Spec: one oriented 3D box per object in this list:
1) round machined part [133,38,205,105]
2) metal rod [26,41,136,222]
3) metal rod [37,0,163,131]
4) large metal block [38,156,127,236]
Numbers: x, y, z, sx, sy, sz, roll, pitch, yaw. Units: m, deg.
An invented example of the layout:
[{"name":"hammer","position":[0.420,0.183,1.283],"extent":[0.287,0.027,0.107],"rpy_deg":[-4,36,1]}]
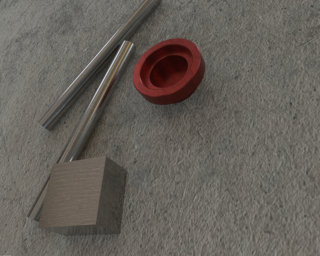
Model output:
[{"name":"round machined part","position":[0.016,-0.073,0.428],"extent":[0.098,0.042,0.098],"rpy_deg":[-13,56,20]},{"name":"metal rod","position":[-0.108,-0.007,0.462],"extent":[0.025,0.025,0.300],"rpy_deg":[11,67,32]},{"name":"metal rod","position":[-0.096,-0.119,0.525],"extent":[0.025,0.025,0.300],"rpy_deg":[31,78,37]},{"name":"large metal block","position":[-0.092,0.086,0.382],"extent":[0.080,0.050,0.080],"rpy_deg":[-10,57,22]}]
